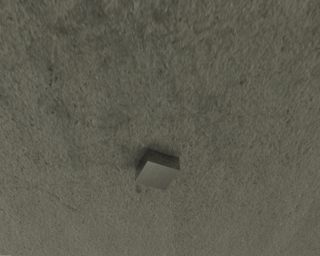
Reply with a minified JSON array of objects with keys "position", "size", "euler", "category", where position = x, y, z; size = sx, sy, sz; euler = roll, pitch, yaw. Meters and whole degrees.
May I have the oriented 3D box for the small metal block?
[{"position":[-0.004,0.062,0.460],"size":[0.050,0.025,0.050],"euler":[19,128,-16],"category":"small metal block"}]
